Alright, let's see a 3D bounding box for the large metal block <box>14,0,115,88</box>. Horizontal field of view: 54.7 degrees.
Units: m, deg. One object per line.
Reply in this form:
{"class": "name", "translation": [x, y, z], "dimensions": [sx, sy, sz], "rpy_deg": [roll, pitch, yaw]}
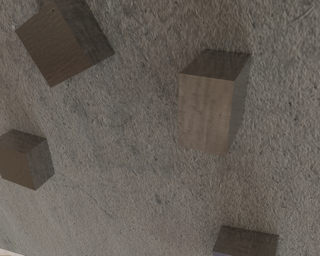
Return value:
{"class": "large metal block", "translation": [-0.118, -0.107, 0.387], "dimensions": [0.080, 0.050, 0.080], "rpy_deg": [-17, 110, 34]}

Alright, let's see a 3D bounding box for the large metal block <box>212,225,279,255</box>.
{"class": "large metal block", "translation": [0.126, 0.194, 0.444], "dimensions": [0.080, 0.050, 0.080], "rpy_deg": [2, 120, 27]}

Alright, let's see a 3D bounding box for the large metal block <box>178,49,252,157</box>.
{"class": "large metal block", "translation": [0.058, -0.030, 0.323], "dimensions": [0.050, 0.080, 0.079], "rpy_deg": [12, 124, 21]}

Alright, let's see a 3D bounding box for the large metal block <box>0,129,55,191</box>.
{"class": "large metal block", "translation": [-0.244, 0.055, 0.554], "dimensions": [0.080, 0.050, 0.079], "rpy_deg": [13, 124, 20]}
